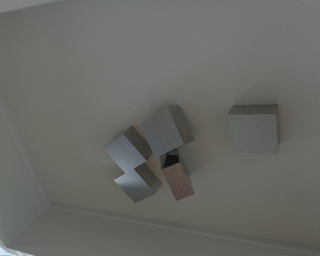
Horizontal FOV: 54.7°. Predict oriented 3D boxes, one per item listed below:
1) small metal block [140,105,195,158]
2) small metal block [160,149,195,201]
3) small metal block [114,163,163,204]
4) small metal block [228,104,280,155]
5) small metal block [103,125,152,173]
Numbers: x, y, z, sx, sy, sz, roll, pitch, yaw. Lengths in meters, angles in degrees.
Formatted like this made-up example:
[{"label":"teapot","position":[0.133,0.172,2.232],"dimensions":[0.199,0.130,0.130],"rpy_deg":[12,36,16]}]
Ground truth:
[{"label":"small metal block","position":[0.009,0.005,0.394],"dimensions":[0.050,0.025,0.050],"rpy_deg":[-31,79,37]},{"label":"small metal block","position":[0.022,0.060,0.413],"dimensions":[0.025,0.050,0.050],"rpy_deg":[-23,109,7]},{"label":"small metal block","position":[-0.034,0.083,0.476],"dimensions":[0.050,0.025,0.050],"rpy_deg":[-34,100,38]},{"label":"small metal block","position":[0.108,0.001,0.352],"dimensions":[0.050,0.025,0.050],"rpy_deg":[1,119,27]},{"label":"small metal block","position":[-0.046,0.032,0.451],"dimensions":[0.050,0.025,0.050],"rpy_deg":[-34,100,38]}]
